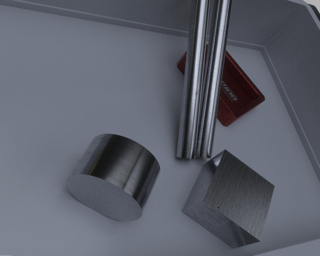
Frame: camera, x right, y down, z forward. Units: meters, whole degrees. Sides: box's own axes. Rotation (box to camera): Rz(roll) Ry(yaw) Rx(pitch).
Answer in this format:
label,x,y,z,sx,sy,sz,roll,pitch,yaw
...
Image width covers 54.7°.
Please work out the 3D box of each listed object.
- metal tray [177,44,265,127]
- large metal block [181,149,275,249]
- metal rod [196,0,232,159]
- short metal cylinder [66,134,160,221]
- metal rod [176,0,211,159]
label,x,y,z,sx,sy,sz,roll,pitch,yaw
metal tray,0.100,-0.075,0.504,0.091,0.030,0.130,-29,78,-38
large metal block,0.086,0.088,0.384,0.080,0.050,0.080,37,51,-4
metal rod,0.079,-0.108,0.431,0.025,0.025,0.298,11,84,-23
short metal cylinder,-0.046,0.051,0.315,0.080,0.080,0.050,32,52,-8
metal rod,0.049,-0.109,0.415,0.025,0.025,0.298,8,86,-25
